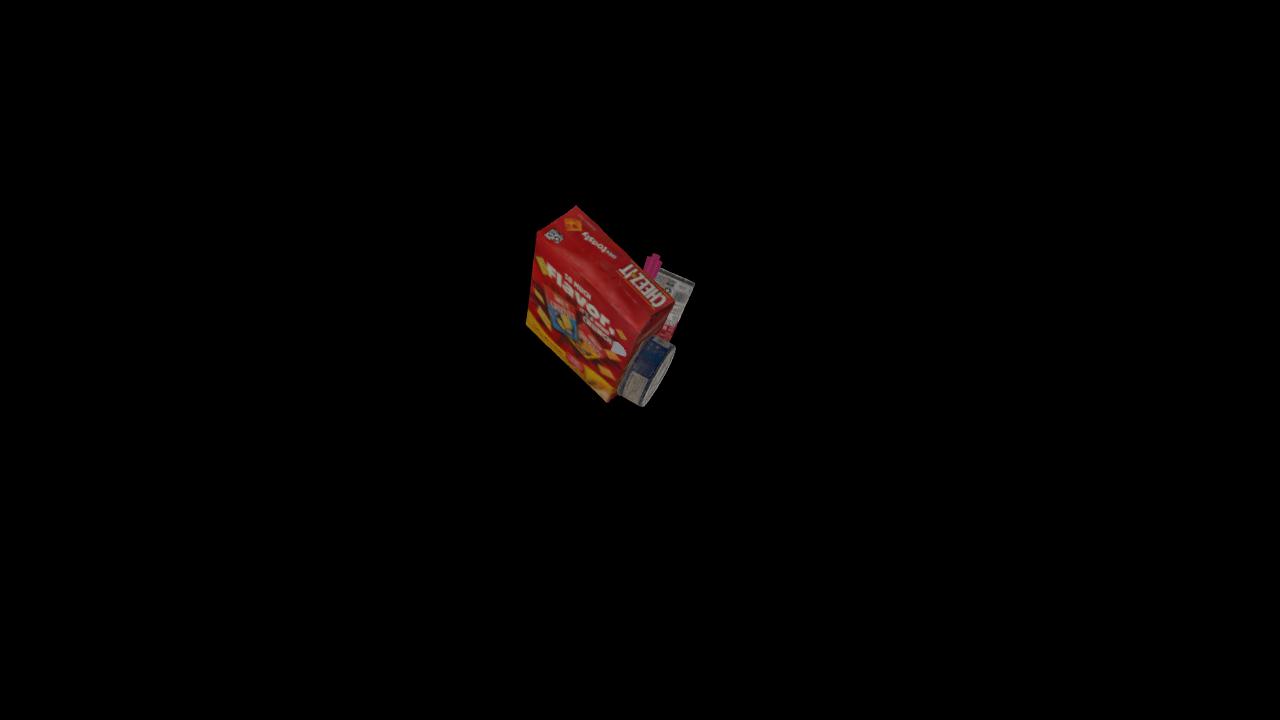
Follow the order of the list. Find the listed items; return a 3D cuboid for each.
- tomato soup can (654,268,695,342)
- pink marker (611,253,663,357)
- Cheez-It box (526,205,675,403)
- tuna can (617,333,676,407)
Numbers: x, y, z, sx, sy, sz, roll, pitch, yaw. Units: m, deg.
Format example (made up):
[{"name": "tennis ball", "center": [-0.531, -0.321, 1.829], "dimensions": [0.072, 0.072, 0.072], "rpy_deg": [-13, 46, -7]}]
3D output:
[{"name": "tomato soup can", "center": [0.018, -0.062, 0.756], "dimensions": [0.068, 0.101, 0.068], "rpy_deg": [23, 9, -4]}, {"name": "pink marker", "center": [-0.003, -0.063, 0.696], "dimensions": [0.020, 0.121, 0.020], "rpy_deg": [22, 2, -1]}, {"name": "Cheez-It box", "center": [-0.060, -0.058, 0.767], "dimensions": [0.071, 0.166, 0.223], "rpy_deg": [-42, -10, -26]}, {"name": "tuna can", "center": [0.009, 0.012, 0.721], "dimensions": [0.034, 0.084, 0.084], "rpy_deg": [29, 5, 9]}]
